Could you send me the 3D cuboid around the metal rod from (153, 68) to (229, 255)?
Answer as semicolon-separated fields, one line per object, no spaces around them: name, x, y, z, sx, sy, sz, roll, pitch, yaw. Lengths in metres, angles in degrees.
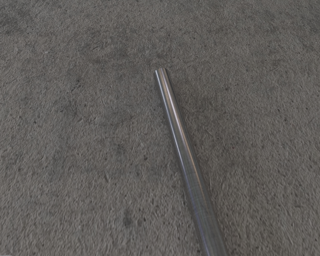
metal rod;0.031;0.031;0.377;0.025;0.025;0.300;-8;51;-7
